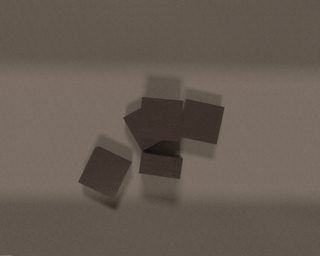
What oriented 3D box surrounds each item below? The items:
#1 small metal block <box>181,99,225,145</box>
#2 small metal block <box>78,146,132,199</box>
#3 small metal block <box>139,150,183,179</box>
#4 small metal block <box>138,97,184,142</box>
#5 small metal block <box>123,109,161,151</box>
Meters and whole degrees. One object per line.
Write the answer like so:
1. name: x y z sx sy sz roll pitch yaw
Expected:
1. small metal block: 0.054 -0.008 0.412 0.050 0.025 0.050 12 90 -1
2. small metal block: -0.072 0.058 0.411 0.050 0.025 0.050 26 90 -1
3. small metal block: 0.001 0.046 0.399 0.050 0.050 0.025 8 90 -1
4. small metal block: 0.001 -0.011 0.387 0.050 0.025 0.050 5 90 -1
5. small metal block: -0.013 -0.004 0.411 0.050 0.025 0.050 -29 90 0
